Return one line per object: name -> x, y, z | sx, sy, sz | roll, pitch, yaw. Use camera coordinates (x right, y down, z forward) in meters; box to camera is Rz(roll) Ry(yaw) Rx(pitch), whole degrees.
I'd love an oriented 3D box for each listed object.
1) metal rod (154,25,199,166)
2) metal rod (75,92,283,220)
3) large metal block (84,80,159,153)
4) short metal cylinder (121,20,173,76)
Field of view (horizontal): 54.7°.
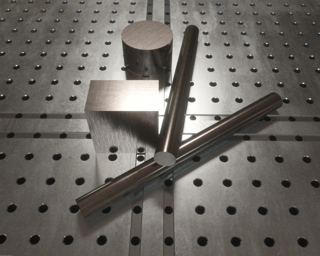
metal rod -> 0.031, -0.069, 0.448 | 0.025, 0.025, 0.300 | 8, 45, 6
metal rod -> 0.040, 0.024, 0.387 | 0.302, 0.025, 0.025 | -27, 55, -21
large metal block -> -0.042, -0.012, 0.382 | 0.081, 0.080, 0.050 | 0, 50, -1
short metal cylinder -> -0.020, -0.130, 0.500 | 0.081, 0.050, 0.080 | 0, 50, 0
